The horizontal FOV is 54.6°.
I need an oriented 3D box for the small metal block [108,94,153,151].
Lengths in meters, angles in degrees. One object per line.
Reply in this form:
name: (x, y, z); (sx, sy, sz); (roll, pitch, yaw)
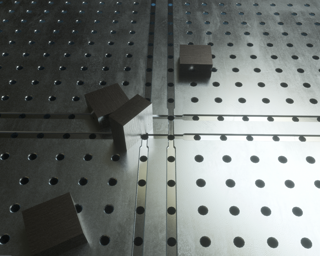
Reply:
small metal block: (-0.036, -0.007, 0.397); (0.025, 0.050, 0.050); (34, 58, 25)

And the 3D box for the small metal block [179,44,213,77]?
small metal block: (0.057, -0.109, 0.500); (0.050, 0.025, 0.050); (2, 50, 1)

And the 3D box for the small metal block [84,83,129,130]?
small metal block: (-0.071, -0.031, 0.434); (0.050, 0.025, 0.050); (-23, 54, -18)

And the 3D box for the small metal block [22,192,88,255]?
small metal block: (-0.109, 0.102, 0.321); (0.050, 0.025, 0.050); (-20, 53, -17)
